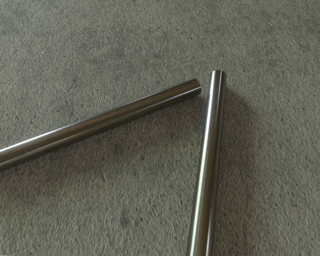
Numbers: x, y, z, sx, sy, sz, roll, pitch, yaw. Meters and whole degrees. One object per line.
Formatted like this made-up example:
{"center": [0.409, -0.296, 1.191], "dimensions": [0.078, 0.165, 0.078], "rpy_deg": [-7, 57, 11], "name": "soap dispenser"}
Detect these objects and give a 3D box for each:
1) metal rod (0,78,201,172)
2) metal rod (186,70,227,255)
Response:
{"center": [-0.079, -0.007, 0.407], "dimensions": [0.302, 0.025, 0.025], "rpy_deg": [-22, 54, -18], "name": "metal rod"}
{"center": [0.060, 0.034, 0.374], "dimensions": [0.025, 0.025, 0.300], "rpy_deg": [9, 50, 7], "name": "metal rod"}
